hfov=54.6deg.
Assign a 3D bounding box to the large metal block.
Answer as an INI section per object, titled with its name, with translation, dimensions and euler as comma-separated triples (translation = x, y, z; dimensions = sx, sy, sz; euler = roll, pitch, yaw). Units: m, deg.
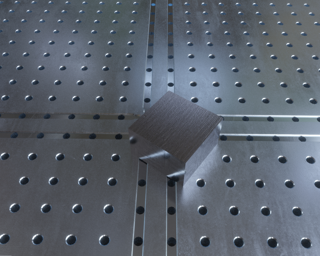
[large metal block]
translation = 0.019, 0.010, 0.383
dimensions = 0.080, 0.050, 0.080
euler = 30, 56, 23
